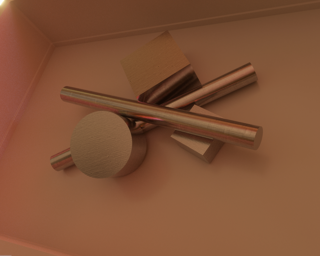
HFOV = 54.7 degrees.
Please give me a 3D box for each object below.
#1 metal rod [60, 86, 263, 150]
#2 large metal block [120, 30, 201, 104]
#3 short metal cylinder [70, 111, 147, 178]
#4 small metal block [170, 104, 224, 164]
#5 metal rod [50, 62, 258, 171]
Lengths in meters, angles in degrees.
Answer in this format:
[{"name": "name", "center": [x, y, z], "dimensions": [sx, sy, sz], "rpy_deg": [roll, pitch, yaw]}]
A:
[{"name": "metal rod", "center": [-0.022, -0.021, 0.395], "dimensions": [0.300, 0.025, 0.025], "rpy_deg": [15, 69, 33]}, {"name": "large metal block", "center": [0.000, -0.076, 0.432], "dimensions": [0.080, 0.050, 0.080], "rpy_deg": [-31, 52, 8]}, {"name": "short metal cylinder", "center": [-0.063, 0.022, 0.388], "dimensions": [0.080, 0.050, 0.080], "rpy_deg": [-2, 83, 16]}, {"name": "small metal block", "center": [0.050, 0.006, 0.370], "dimensions": [0.050, 0.025, 0.050], "rpy_deg": [30, 78, 37]}, {"name": "metal rod", "center": [-0.017, -0.010, 0.417], "dimensions": [0.301, 0.025, 0.025], "rpy_deg": [-24, 53, 12]}]
